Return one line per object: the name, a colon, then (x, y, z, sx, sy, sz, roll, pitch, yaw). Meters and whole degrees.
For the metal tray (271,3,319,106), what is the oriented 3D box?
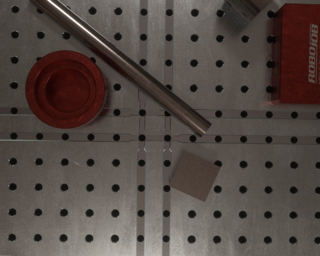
metal tray: (0.200, -0.095, 0.414, 0.091, 0.030, 0.129, 1, 90, -1)

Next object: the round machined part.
round machined part: (-0.117, -0.048, 0.403, 0.099, 0.042, 0.097, 0, 90, -1)

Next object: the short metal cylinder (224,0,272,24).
short metal cylinder: (0.123, -0.178, 0.387, 0.050, 0.080, 0.080, 45, 90, -1)

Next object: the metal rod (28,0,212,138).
metal rod: (-0.056, -0.090, 0.412, 0.300, 0.025, 0.025, 39, 90, -1)

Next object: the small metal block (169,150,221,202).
small metal block: (0.046, 0.063, 0.414, 0.050, 0.025, 0.050, 24, 90, -1)
